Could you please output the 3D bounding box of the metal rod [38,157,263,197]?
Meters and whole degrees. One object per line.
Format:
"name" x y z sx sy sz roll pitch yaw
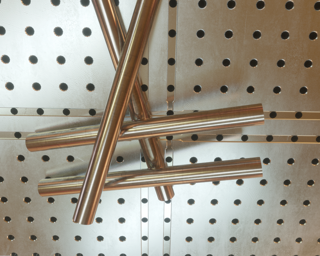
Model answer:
"metal rod" -0.022 0.067 0.412 0.301 0.025 0.025 -7 110 12

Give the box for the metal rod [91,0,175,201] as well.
"metal rod" -0.032 -0.036 0.399 0.025 0.025 0.299 -15 110 5

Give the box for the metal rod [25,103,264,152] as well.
"metal rod" -0.029 0.002 0.386 0.301 0.025 0.025 -7 110 13

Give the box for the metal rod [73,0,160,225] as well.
"metal rod" -0.049 -0.030 0.364 0.025 0.025 0.299 17 95 -6
